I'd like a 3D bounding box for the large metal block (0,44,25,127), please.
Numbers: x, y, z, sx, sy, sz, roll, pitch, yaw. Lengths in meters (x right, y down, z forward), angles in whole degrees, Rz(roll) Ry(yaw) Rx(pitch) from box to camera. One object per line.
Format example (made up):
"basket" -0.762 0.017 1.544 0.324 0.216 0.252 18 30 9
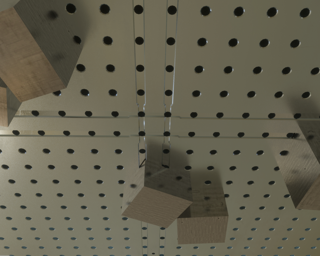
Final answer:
"large metal block" -0.189 -0.053 0.328 0.081 0.080 0.050 12 129 -10

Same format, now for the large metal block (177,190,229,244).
"large metal block" 0.069 0.153 0.527 0.080 0.050 0.079 -3 130 1

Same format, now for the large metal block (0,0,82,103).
"large metal block" -0.125 -0.085 0.301 0.050 0.080 0.080 -15 129 12

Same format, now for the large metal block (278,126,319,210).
"large metal block" 0.213 0.056 0.427 0.050 0.080 0.079 5 130 -5

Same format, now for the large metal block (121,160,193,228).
"large metal block" -0.006 0.106 0.485 0.080 0.050 0.080 22 127 -18
